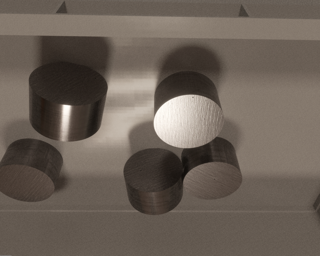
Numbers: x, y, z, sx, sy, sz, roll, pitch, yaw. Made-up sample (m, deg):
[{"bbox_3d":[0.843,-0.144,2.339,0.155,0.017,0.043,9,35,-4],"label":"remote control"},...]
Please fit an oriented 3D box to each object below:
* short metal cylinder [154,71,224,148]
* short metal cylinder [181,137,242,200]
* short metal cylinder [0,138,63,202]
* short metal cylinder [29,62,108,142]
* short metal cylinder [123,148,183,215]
[{"bbox_3d":[0.033,-0.021,0.375,0.081,0.050,0.079,0,130,0],"label":"short metal cylinder"},{"bbox_3d":[0.072,0.058,0.443,0.081,0.050,0.079,0,130,0],"label":"short metal cylinder"},{"bbox_3d":[-0.186,0.061,0.442,0.081,0.050,0.079,0,130,0],"label":"short metal cylinder"},{"bbox_3d":[-0.102,-0.030,0.346,0.081,0.080,0.050,11,129,-10],"label":"short metal cylinder"},{"bbox_3d":[-0.008,0.074,0.436,0.081,0.080,0.050,-2,130,1],"label":"short metal cylinder"}]
